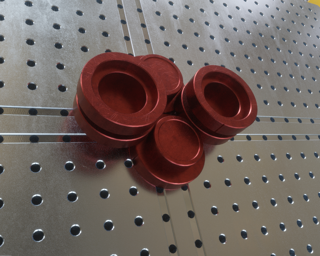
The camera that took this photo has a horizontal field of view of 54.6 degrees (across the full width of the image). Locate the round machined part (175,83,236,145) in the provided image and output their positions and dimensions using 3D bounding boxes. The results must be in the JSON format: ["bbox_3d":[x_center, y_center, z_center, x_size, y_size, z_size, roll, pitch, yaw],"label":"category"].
[{"bbox_3d":[0.064,-0.019,0.442,0.099,0.042,0.098,13,56,-21],"label":"round machined part"}]

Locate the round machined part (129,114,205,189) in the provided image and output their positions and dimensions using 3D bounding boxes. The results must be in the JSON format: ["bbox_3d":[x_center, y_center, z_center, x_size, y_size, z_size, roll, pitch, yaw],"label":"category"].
[{"bbox_3d":[0.015,0.024,0.389,0.099,0.042,0.098,13,56,-21],"label":"round machined part"}]

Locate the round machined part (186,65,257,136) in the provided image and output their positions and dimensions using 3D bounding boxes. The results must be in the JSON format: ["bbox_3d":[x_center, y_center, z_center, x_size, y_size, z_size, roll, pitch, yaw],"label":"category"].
[{"bbox_3d":[0.078,-0.033,0.417,0.099,0.042,0.098,13,56,-21],"label":"round machined part"}]

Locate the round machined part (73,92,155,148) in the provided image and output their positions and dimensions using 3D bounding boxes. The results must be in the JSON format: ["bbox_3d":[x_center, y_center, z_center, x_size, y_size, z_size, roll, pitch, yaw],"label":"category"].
[{"bbox_3d":[-0.056,-0.019,0.378,0.099,0.042,0.098,13,56,-21],"label":"round machined part"}]

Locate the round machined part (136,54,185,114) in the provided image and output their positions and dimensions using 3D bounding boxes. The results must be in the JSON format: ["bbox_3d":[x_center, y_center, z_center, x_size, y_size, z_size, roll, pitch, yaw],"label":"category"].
[{"bbox_3d":[-0.007,-0.063,0.431,0.099,0.042,0.098,13,56,-21],"label":"round machined part"}]

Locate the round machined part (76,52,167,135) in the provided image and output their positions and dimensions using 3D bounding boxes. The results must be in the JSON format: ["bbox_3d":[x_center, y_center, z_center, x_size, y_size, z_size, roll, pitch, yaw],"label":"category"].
[{"bbox_3d":[-0.045,-0.035,0.352,0.099,0.042,0.098,13,56,-21],"label":"round machined part"}]
